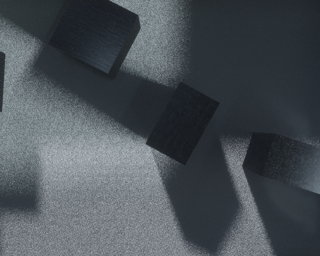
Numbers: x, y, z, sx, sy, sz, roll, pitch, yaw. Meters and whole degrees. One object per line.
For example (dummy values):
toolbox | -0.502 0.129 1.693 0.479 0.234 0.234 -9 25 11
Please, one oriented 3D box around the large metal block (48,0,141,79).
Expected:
large metal block | -0.080 -0.119 0.398 0.080 0.050 0.080 27 90 -1

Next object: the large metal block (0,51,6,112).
large metal block | -0.237 -0.062 0.381 0.050 0.080 0.079 3 90 0

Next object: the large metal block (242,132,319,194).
large metal block | 0.159 0.042 0.386 0.080 0.080 0.050 18 90 -1

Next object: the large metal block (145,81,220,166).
large metal block | 0.025 -0.005 0.384 0.050 0.080 0.080 29 90 -1
